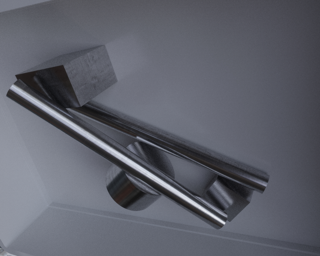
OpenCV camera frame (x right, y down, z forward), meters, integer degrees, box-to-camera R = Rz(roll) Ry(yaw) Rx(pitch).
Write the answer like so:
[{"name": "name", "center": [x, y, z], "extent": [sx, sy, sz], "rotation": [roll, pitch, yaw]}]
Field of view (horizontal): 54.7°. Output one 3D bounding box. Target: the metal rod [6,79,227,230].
[{"name": "metal rod", "center": [-0.042, 0.038, 0.376], "extent": [0.301, 0.025, 0.025], "rotation": [34, 130, -11]}]

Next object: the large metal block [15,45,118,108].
[{"name": "large metal block", "center": [-0.115, -0.063, 0.392], "extent": [0.080, 0.080, 0.050], "rotation": [-4, 117, 29]}]

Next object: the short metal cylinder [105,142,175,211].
[{"name": "short metal cylinder", "center": [-0.027, 0.066, 0.424], "extent": [0.080, 0.080, 0.050], "rotation": [42, 129, -2]}]

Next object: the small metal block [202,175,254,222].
[{"name": "small metal block", "center": [0.088, 0.091, 0.416], "extent": [0.050, 0.025, 0.050], "rotation": [33, 129, 6]}]

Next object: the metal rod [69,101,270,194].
[{"name": "metal rod", "center": [-0.005, 0.014, 0.417], "extent": [0.301, 0.025, 0.025], "rotation": [23, 127, 14]}]
